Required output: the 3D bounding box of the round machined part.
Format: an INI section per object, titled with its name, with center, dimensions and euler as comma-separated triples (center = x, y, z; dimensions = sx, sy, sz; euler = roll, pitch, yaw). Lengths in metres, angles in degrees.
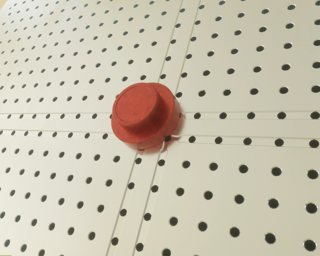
[round machined part]
center = -0.026, -0.023, 0.426
dimensions = 0.098, 0.042, 0.098
euler = -13, 56, 21
